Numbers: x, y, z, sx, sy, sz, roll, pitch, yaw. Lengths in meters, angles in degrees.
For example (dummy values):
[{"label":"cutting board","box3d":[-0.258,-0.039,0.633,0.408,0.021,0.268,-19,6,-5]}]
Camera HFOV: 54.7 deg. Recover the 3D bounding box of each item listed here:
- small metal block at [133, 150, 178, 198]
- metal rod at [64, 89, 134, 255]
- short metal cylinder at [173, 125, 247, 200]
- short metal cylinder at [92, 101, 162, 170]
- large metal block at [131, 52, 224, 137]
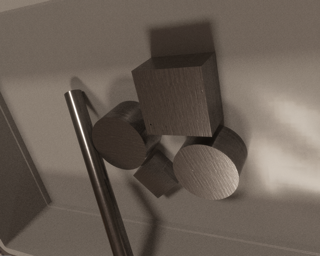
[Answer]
[{"label":"small metal block","box3d":[-0.002,0.067,0.450,0.050,0.025,0.050,43,129,-2]},{"label":"metal rod","box3d":[-0.076,0.089,0.423,0.025,0.025,0.299,-25,80,36]},{"label":"short metal cylinder","box3d":[0.063,0.041,0.384,0.080,0.050,0.079,13,124,20]},{"label":"short metal cylinder","box3d":[-0.044,0.010,0.420,0.080,0.050,0.079,13,124,20]},{"label":"large metal block","box3d":[0.023,-0.038,0.356,0.080,0.050,0.079,1,119,27]}]
